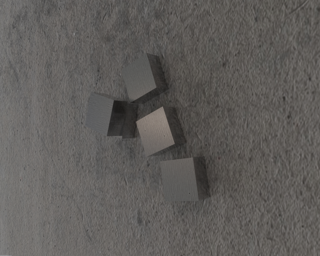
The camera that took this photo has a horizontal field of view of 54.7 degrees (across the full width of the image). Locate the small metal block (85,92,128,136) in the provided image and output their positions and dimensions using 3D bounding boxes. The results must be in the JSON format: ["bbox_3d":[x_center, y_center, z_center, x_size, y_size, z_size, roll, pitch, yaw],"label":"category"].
[{"bbox_3d":[-0.076,-0.020,0.435,0.050,0.025,0.050,21,103,38],"label":"small metal block"}]

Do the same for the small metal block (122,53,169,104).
[{"bbox_3d":[-0.021,-0.066,0.422,0.050,0.025,0.050,-26,74,37],"label":"small metal block"}]

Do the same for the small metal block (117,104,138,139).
[{"bbox_3d":[-0.061,-0.013,0.456,0.050,0.025,0.050,11,97,39],"label":"small metal block"}]

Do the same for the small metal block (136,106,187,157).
[{"bbox_3d":[0.001,0.005,0.404,0.050,0.025,0.050,-28,73,36],"label":"small metal block"}]

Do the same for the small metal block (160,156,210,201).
[{"bbox_3d":[0.030,0.062,0.380,0.050,0.025,0.050,-12,82,39],"label":"small metal block"}]
